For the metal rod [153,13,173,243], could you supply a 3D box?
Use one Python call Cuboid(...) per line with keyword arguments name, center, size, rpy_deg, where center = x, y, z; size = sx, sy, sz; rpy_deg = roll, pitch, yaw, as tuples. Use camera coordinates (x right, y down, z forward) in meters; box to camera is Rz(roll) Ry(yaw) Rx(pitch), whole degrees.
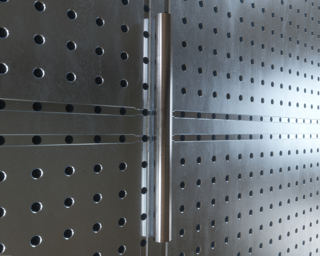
Cuboid(name="metal rod", center=(0.004, -0.001, 0.414), size=(0.025, 0.025, 0.298), rpy_deg=(1, 90, -40))
